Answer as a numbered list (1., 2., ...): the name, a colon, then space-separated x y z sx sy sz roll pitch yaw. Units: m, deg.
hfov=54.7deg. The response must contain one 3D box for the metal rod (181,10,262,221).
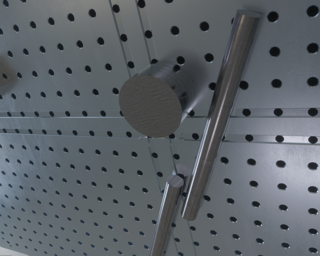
1. metal rod: 0.065 0.010 0.383 0.025 0.025 0.298 21 127 15

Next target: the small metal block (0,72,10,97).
1. small metal block: -0.285 -0.078 0.513 0.050 0.025 0.050 -33 100 38

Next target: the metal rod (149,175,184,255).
1. metal rod: -0.001 0.196 0.532 0.025 0.025 0.298 22 127 15

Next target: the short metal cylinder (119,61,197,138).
1. short metal cylinder: -0.002 -0.035 0.374 0.080 0.050 0.079 13 124 21
